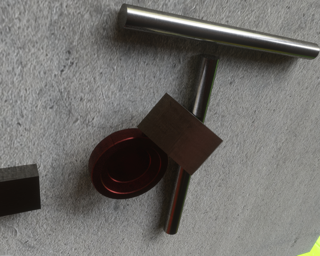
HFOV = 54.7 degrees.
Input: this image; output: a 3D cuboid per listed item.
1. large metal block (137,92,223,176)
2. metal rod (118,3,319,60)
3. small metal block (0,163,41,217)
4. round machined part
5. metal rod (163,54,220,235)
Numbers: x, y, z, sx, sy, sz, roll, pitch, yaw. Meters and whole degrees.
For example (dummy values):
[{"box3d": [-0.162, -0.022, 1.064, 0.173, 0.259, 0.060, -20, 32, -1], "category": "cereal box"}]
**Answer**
[{"box3d": [0.029, 0.008, 0.372, 0.050, 0.080, 0.080, -50, 169, 6], "category": "large metal block"}, {"box3d": [0.094, -0.114, 0.389, 0.303, 0.025, 0.025, 0, 119, -29], "category": "metal rod"}, {"box3d": [-0.168, 0.072, 0.360, 0.050, 0.025, 0.050, -6, 121, -26], "category": "small metal block"}, {"box3d": [-0.042, 0.041, 0.396, 0.099, 0.042, 0.097, -13, 126, -17], "category": "round machined part"}, {"box3d": [0.040, 0.041, 0.456, 0.025, 0.025, 0.298, -5, 121, -26], "category": "metal rod"}]
